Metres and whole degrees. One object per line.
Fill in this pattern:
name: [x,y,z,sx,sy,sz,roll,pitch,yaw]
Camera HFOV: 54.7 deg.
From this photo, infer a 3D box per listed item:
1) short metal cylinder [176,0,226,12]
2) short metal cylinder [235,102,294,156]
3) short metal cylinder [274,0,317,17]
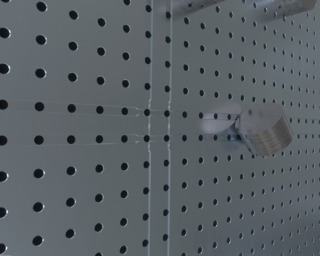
short metal cylinder: [0.059,-0.213,0.441,0.081,0.050,0.079,0,90,-40]
short metal cylinder: [0.174,0.002,0.519,0.080,0.080,0.050,-50,120,-28]
short metal cylinder: [0.270,-0.269,0.618,0.081,0.050,0.079,0,90,-40]
